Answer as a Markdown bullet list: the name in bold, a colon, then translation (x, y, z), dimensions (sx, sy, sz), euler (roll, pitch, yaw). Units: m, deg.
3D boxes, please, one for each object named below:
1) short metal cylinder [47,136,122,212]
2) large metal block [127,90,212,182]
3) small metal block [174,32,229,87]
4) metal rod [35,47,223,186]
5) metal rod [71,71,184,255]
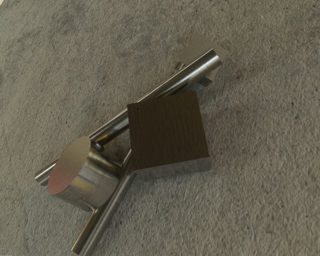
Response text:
- **short metal cylinder**: translation (-0.094, 0.057, 0.387), dimensions (0.080, 0.050, 0.080), euler (-33, 35, 27)
- **large metal block**: translation (0.011, 0.011, 0.358), dimensions (0.080, 0.050, 0.080), euler (-11, 65, 7)
- **small metal block**: translation (0.055, -0.091, 0.416), dimensions (0.050, 0.025, 0.050), euler (30, 74, -3)
- **metal rod**: translation (-0.051, -0.008, 0.414), dimensions (0.300, 0.025, 0.025), euler (-34, 51, 14)
- **metal rod**: translation (-0.022, 0.022, 0.403), dimensions (0.025, 0.025, 0.300), euler (19, 71, 35)
